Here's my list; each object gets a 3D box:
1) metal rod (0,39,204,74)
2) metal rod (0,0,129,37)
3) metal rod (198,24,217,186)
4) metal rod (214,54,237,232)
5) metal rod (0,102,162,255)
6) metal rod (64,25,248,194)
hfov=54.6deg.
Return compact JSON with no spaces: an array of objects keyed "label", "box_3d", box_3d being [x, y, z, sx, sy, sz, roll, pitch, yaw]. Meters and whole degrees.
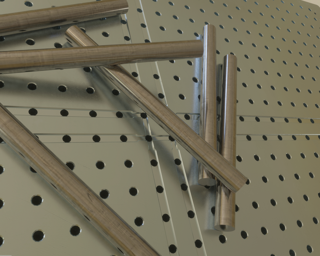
[{"label":"metal rod","box_3d":[-0.085,-0.088,0.380,0.302,0.025,0.025,-9,66,-20]},{"label":"metal rod","box_3d":[-0.166,-0.140,0.404,0.302,0.025,0.025,-27,77,-37]},{"label":"metal rod","box_3d":[0.075,-0.054,0.480,0.025,0.025,0.300,19,54,-17]},{"label":"metal rod","box_3d":[0.101,0.000,0.461,0.025,0.025,0.300,22,54,-15]},{"label":"metal rod","box_3d":[-0.094,0.059,0.321,0.300,0.025,0.025,43,51,1]},{"label":"metal rod","box_3d":[-0.011,-0.029,0.400,0.300,0.025,0.025,42,51,8]}]
